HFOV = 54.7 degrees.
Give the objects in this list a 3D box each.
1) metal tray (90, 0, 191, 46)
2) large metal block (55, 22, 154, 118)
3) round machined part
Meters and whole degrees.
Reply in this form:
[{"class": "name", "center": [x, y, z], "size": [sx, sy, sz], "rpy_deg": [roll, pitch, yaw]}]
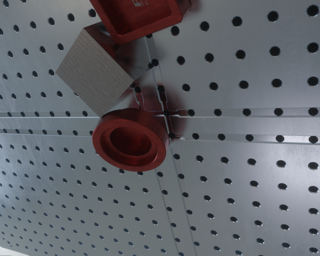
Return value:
[{"class": "metal tray", "center": [-0.037, -0.158, 0.312], "size": [0.090, 0.030, 0.130], "rpy_deg": [-11, 125, 32]}, {"class": "large metal block", "center": [-0.070, -0.073, 0.387], "size": [0.080, 0.050, 0.080], "rpy_deg": [46, 129, -4]}, {"class": "round machined part", "center": [-0.037, 0.012, 0.415], "size": [0.098, 0.042, 0.097], "rpy_deg": [7, 134, 8]}]
